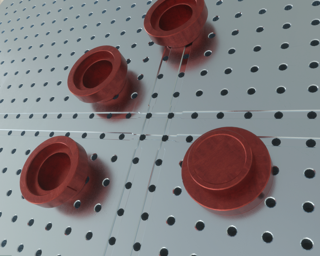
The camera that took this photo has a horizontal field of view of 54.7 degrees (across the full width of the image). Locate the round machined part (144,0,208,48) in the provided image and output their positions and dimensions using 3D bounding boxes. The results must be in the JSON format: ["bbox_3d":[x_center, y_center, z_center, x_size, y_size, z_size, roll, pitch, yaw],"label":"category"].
[{"bbox_3d":[0.028,-0.165,0.483,0.098,0.042,0.098,-13,56,20],"label":"round machined part"}]

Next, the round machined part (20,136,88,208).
[{"bbox_3d":[-0.140,0.063,0.430,0.098,0.042,0.098,-13,56,20],"label":"round machined part"}]

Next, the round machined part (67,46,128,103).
[{"bbox_3d":[-0.094,-0.080,0.494,0.098,0.042,0.098,-13,56,20],"label":"round machined part"}]

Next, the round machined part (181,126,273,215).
[{"bbox_3d":[0.069,0.041,0.336,0.098,0.042,0.098,-13,56,20],"label":"round machined part"}]
